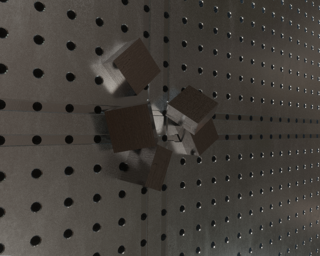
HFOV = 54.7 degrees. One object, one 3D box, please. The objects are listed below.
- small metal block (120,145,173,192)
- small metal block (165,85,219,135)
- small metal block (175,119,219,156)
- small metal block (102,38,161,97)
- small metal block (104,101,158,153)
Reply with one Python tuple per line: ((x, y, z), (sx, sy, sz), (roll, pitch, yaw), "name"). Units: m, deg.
((-0.017, 0.047, 0.381), (0.025, 0.050, 0.050), (28, 73, -37), "small metal block")
((0.044, -0.026, 0.430), (0.050, 0.050, 0.025), (-43, 158, -32), "small metal block")
((0.056, 0.006, 0.458), (0.050, 0.025, 0.050), (-37, 113, -34), "small metal block")
((-0.034, -0.074, 0.382), (0.050, 0.025, 0.050), (-50, 120, -28), "small metal block")
((-0.033, -0.001, 0.365), (0.025, 0.050, 0.050), (-63, 142, -78), "small metal block")
